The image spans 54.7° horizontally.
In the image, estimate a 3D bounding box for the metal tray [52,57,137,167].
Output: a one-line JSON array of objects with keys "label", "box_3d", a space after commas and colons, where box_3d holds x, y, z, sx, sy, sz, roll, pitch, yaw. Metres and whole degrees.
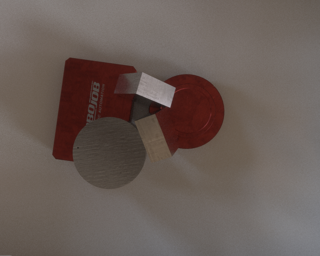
[{"label": "metal tray", "box_3d": [-0.083, -0.020, 0.404, 0.091, 0.030, 0.129, 8, 90, -1]}]

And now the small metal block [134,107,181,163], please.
[{"label": "small metal block", "box_3d": [-0.001, 0.006, 0.358, 0.025, 0.050, 0.050, -19, 97, 18]}]

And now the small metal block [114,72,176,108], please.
[{"label": "small metal block", "box_3d": [-0.019, -0.045, 0.372, 0.050, 0.050, 0.025, 19, 83, -37]}]

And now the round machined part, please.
[{"label": "round machined part", "box_3d": [0.035, -0.021, 0.401, 0.099, 0.042, 0.097, 0, 90, -1]}]

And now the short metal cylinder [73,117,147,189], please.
[{"label": "short metal cylinder", "box_3d": [-0.056, 0.027, 0.367, 0.081, 0.050, 0.079, 0, 90, -1]}]
